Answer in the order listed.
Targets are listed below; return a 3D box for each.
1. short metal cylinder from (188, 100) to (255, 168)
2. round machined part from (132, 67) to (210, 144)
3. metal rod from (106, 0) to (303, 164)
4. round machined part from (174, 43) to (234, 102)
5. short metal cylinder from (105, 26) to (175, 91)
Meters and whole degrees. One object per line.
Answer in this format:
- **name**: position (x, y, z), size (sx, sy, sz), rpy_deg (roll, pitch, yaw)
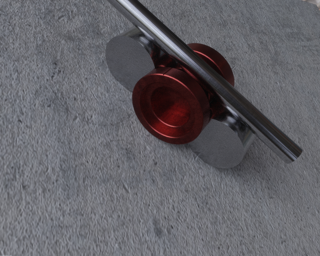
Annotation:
- **short metal cylinder**: position (0.082, 0.007, 0.412), size (0.080, 0.080, 0.050), rpy_deg (43, 51, 1)
- **round machined part**: position (0.017, -0.031, 0.387), size (0.098, 0.097, 0.042), rpy_deg (43, 47, 1)
- **metal rod**: position (0.050, -0.067, 0.373), size (0.300, 0.025, 0.025), rpy_deg (42, 51, 0)
- **round machined part**: position (0.047, -0.062, 0.424), size (0.098, 0.098, 0.042), rpy_deg (43, 55, 1)
- **short metal cylinder**: position (-0.025, -0.094, 0.415), size (0.080, 0.080, 0.050), rpy_deg (43, 51, 1)
